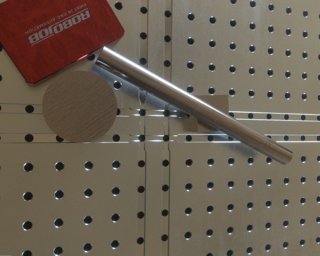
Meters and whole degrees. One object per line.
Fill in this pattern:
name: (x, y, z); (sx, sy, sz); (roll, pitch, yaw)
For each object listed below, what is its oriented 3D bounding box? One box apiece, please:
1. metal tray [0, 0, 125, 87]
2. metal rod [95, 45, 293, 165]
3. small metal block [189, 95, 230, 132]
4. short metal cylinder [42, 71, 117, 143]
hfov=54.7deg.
metal tray: (-0.120, -0.119, 0.366); (0.131, 0.030, 0.090); (-34, 101, -17)
metal rod: (0.058, -0.021, 0.408); (0.301, 0.025, 0.025); (27, 81, -18)
small metal block: (0.069, -0.021, 0.440); (0.050, 0.025, 0.050); (-3, 91, -20)
short metal cylinder: (-0.095, -0.024, 0.365); (0.081, 0.050, 0.079); (0, 90, -20)
